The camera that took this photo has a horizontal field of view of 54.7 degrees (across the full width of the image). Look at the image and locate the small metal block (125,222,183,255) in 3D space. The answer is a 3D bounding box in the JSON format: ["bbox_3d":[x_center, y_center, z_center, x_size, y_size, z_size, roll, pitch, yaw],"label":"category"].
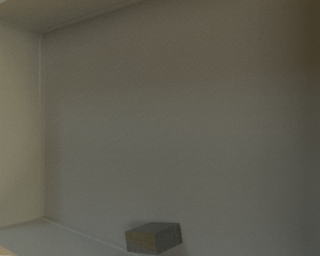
[{"bbox_3d":[-0.008,0.139,0.395,0.050,0.050,0.025,-13,82,39],"label":"small metal block"}]
